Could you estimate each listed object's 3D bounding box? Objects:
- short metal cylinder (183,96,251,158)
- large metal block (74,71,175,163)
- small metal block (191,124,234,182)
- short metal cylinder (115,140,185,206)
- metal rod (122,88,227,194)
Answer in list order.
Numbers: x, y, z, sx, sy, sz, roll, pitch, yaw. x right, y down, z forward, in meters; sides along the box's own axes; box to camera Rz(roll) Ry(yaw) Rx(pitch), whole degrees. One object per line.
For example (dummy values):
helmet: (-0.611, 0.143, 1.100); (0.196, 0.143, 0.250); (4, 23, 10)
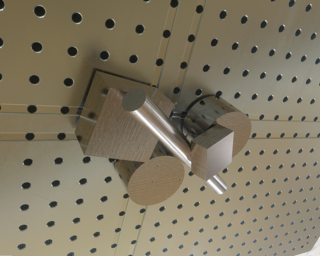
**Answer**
short metal cylinder: (0.080, 0.002, 0.435); (0.081, 0.050, 0.079); (-14, 124, -21)
large metal block: (-0.042, -0.011, 0.358); (0.081, 0.050, 0.079); (11, 113, -33)
small metal block: (0.065, 0.030, 0.387); (0.050, 0.025, 0.050); (-29, 130, -33)
short metal cylinder: (-0.014, 0.057, 0.418); (0.081, 0.050, 0.079); (-14, 124, -21)
metal rod: (0.039, 0.037, 0.405); (0.025, 0.025, 0.300); (-43, 144, 1)
